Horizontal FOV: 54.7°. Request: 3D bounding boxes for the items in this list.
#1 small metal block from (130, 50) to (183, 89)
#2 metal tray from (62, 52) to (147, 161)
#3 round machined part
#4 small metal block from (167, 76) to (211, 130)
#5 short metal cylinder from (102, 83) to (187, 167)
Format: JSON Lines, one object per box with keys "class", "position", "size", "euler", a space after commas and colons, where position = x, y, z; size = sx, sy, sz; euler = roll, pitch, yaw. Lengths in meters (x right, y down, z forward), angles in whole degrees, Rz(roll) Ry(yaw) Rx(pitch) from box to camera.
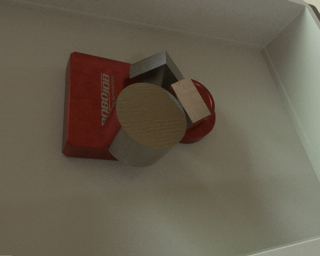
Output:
{"class": "small metal block", "position": [-0.003, -0.065, 0.394], "size": [0.050, 0.050, 0.025], "euler": [47, 32, -46]}
{"class": "metal tray", "position": [-0.068, -0.027, 0.378], "size": [0.091, 0.030, 0.130], "euler": [8, 58, -25]}
{"class": "round machined part", "position": [0.037, -0.031, 0.432], "size": [0.099, 0.042, 0.098], "euler": [14, 56, -21]}
{"class": "small metal block", "position": [0.030, -0.026, 0.371], "size": [0.025, 0.050, 0.050], "euler": [-27, 83, -18]}
{"class": "short metal cylinder", "position": [-0.018, -0.003, 0.342], "size": [0.081, 0.050, 0.080], "euler": [14, 56, -21]}
